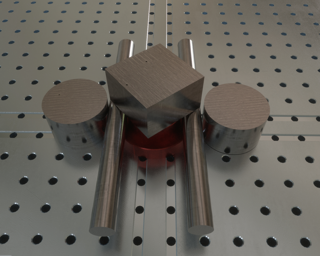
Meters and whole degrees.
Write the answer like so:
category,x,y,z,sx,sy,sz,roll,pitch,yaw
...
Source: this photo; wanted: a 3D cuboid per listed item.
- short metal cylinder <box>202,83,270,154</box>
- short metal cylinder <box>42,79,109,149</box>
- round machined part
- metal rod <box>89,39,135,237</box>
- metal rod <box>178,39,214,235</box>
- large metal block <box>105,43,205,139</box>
category,x,y,z,sx,sy,sz,roll,pitch,yaw
short metal cylinder,0.095,-0.013,0.402,0.080,0.050,0.080,0,50,0
short metal cylinder,-0.107,-0.019,0.407,0.080,0.050,0.080,0,50,0
round machined part,-0.007,-0.011,0.406,0.099,0.042,0.098,0,50,0
metal rod,-0.054,-0.015,0.393,0.025,0.025,0.300,0,50,0
metal rod,0.040,-0.016,0.394,0.025,0.025,0.300,0,50,0
large metal block,-0.007,-0.047,0.369,0.081,0.050,0.080,-31,57,-24
